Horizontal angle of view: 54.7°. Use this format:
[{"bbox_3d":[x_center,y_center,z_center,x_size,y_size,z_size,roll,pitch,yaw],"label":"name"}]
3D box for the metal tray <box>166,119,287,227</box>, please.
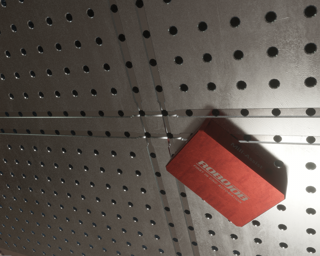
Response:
[{"bbox_3d":[0.083,0.061,0.401,0.130,0.030,0.089,39,129,1],"label":"metal tray"}]
